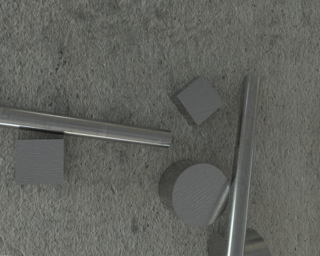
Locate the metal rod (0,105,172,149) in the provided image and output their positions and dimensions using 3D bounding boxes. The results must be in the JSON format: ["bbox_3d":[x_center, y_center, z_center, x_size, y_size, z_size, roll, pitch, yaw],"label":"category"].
[{"bbox_3d":[-0.130,-0.006,0.361,0.302,0.025,0.025,9,87,-20],"label":"metal rod"}]

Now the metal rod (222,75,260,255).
[{"bbox_3d":[0.107,0.064,0.405,0.025,0.025,0.299,20,67,-19],"label":"metal rod"}]

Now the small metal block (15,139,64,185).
[{"bbox_3d":[-0.138,0.038,0.358,0.050,0.025,0.050,0,90,-20],"label":"small metal block"}]

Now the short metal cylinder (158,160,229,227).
[{"bbox_3d":[0.044,0.084,0.412,0.081,0.050,0.079,0,90,-20],"label":"short metal cylinder"}]

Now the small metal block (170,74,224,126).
[{"bbox_3d":[0.051,-0.038,0.428,0.050,0.025,0.050,-40,103,-16],"label":"small metal block"}]

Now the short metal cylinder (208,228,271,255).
[{"bbox_3d":[0.107,0.181,0.419,0.050,0.080,0.079,-4,92,-20],"label":"short metal cylinder"}]
